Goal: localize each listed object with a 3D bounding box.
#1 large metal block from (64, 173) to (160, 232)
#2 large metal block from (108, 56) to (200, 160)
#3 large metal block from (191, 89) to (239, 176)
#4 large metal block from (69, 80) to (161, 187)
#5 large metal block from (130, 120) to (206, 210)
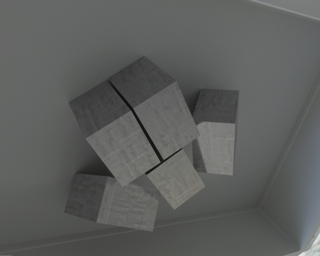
[{"bbox_3d":[-0.059,0.092,0.389,0.080,0.080,0.050,24,71,-37],"label":"large metal block"},{"bbox_3d":[-0.007,-0.024,0.354,0.050,0.080,0.080,-34,129,-7],"label":"large metal block"},{"bbox_3d":[0.075,0.003,0.408,0.050,0.080,0.079,4,126,15],"label":"large metal block"},{"bbox_3d":[-0.051,0.005,0.348,0.050,0.080,0.080,-33,129,-7],"label":"large metal block"},{"bbox_3d":[0.005,0.045,0.403,0.050,0.080,0.080,-36,130,-5],"label":"large metal block"}]
